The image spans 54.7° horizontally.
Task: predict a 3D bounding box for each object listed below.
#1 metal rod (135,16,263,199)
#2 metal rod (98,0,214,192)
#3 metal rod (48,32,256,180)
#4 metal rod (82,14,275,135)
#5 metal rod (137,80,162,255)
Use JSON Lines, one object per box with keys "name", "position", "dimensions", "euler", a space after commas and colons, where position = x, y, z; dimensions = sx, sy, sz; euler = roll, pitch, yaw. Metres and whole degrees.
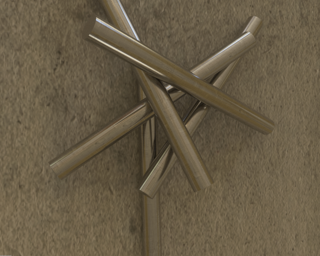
{"name": "metal rod", "position": [0.061, -0.039, 0.417], "dimensions": [0.025, 0.025, 0.300], "euler": [40, 72, -16]}
{"name": "metal rod", "position": [-0.018, -0.068, 0.359], "dimensions": [0.025, 0.025, 0.299], "euler": [-24, 82, -19]}
{"name": "metal rod", "position": [0.002, -0.036, 0.383], "dimensions": [0.301, 0.025, 0.025], "euler": [-35, 102, -15]}
{"name": "metal rod", "position": [0.047, -0.047, 0.373], "dimensions": [0.302, 0.025, 0.025], "euler": [22, 82, -36]}
{"name": "metal rod", "position": [-0.014, 0.055, 0.404], "dimensions": [0.025, 0.025, 0.298], "euler": [-2, 91, -20]}
